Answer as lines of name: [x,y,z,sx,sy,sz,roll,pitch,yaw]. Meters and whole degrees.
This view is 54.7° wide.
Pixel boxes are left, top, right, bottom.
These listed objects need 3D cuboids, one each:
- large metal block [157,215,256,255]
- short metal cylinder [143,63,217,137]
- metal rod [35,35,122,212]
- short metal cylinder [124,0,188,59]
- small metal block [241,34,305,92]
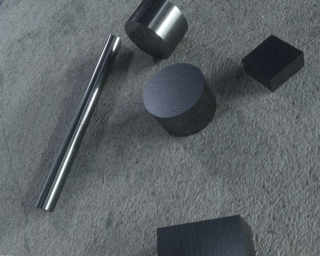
large metal block: [0.046,0.132,0.283,0.080,0.050,0.080,-16,55,19]
short metal cylinder: [0.026,-0.036,0.396,0.080,0.050,0.080,-13,56,21]
metal rod: [-0.118,-0.021,0.478,0.025,0.025,0.300,2,63,29]
short metal cylinder: [-0.005,-0.148,0.463,0.080,0.080,0.050,24,75,36]
small metal block: [0.138,-0.080,0.381,0.050,0.025,0.050,-40,51,0]
